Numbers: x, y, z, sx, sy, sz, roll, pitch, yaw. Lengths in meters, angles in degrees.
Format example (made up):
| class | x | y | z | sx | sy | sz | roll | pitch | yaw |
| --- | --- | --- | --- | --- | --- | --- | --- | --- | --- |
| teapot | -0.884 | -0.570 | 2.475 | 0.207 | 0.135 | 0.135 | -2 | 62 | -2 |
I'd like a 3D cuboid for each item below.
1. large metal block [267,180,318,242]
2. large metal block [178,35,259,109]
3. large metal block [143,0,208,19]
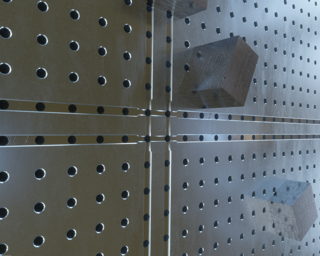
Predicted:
| class | x | y | z | sx | sy | sz | roll | pitch | yaw |
| --- | --- | --- | --- | --- | --- | --- | --- | --- | --- |
| large metal block | 0.263 | 0.160 | 0.612 | 0.081 | 0.050 | 0.080 | -30 | 109 | -36 |
| large metal block | 0.082 | -0.076 | 0.441 | 0.050 | 0.080 | 0.080 | 32 | 70 | -36 |
| large metal block | 0.020 | -0.202 | 0.408 | 0.081 | 0.050 | 0.080 | 10 | 84 | -39 |
